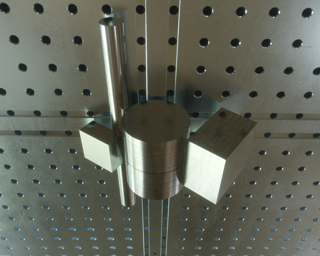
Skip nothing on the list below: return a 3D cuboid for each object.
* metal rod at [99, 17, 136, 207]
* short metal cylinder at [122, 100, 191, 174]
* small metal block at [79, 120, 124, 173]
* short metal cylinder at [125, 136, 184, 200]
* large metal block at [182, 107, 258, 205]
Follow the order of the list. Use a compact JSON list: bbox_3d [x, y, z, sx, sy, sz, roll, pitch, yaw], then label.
[{"bbox_3d":[-0.050,0.006,0.410,0.025,0.025,0.298,0,130,0],"label":"metal rod"},{"bbox_3d":[-0.005,0.009,0.378,0.081,0.080,0.050,0,130,-1],"label":"short metal cylinder"},{"bbox_3d":[-0.077,0.024,0.412,0.050,0.025,0.050,24,135,25],"label":"small metal block"},{"bbox_3d":[-0.005,0.048,0.411,0.081,0.080,0.050,0,130,-1],"label":"short metal cylinder"},{"bbox_3d":[0.074,0.034,0.390,0.050,0.080,0.079,27,137,27],"label":"large metal block"}]
